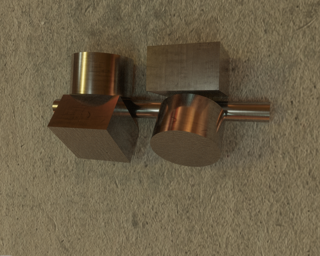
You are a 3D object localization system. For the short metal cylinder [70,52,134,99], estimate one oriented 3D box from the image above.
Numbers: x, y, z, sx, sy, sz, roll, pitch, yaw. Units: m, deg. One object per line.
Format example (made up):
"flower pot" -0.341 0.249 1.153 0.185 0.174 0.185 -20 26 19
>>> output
"short metal cylinder" -0.076 -0.066 0.407 0.080 0.080 0.050 4 92 20

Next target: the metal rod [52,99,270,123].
"metal rod" -0.012 -0.025 0.416 0.301 0.025 0.025 3 91 19

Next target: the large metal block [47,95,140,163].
"large metal block" -0.082 0.002 0.403 0.080 0.080 0.050 3 57 19

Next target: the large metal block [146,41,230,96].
"large metal block" 0.037 -0.065 0.367 0.080 0.080 0.050 2 91 20

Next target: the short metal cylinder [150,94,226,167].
"short metal cylinder" 0.033 0.005 0.363 0.080 0.080 0.050 2 56 20
